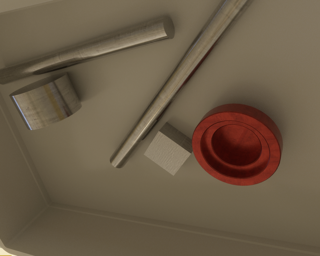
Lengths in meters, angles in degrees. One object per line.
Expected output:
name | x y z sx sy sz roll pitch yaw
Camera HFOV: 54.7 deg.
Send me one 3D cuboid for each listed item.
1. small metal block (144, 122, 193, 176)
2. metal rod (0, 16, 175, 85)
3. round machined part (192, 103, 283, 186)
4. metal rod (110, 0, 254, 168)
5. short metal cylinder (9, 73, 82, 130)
small metal block | 0.014 0.028 0.418 0.050 0.025 0.050 35 129 4
metal rod | -0.119 -0.095 0.410 0.300 0.025 0.025 -6 115 30
round machined part | 0.090 0.015 0.359 0.098 0.042 0.097 13 124 20
metal rod | 0.008 -0.040 0.378 0.025 0.025 0.298 40 129 1
short metal cylinder | -0.157 -0.039 0.430 0.080 0.080 0.050 -7 115 31
